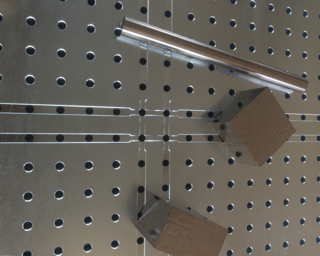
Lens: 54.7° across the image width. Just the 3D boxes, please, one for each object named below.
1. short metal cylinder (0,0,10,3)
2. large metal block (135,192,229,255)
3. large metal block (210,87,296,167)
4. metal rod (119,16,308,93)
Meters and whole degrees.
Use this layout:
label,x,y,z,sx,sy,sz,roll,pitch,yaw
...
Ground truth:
label,x,y,z,sx,sy,sz,roll,pitch,yaw
short metal cylinder,-0.187,-0.182,0.330,0.081,0.050,0.079,0,90,-21
large metal block,0.025,0.128,0.394,0.080,0.080,0.050,27,81,-18
large metal block,0.135,-0.002,0.451,0.080,0.050,0.080,-41,103,-16
metal rod,0.090,-0.100,0.447,0.302,0.025,0.025,13,86,-20
